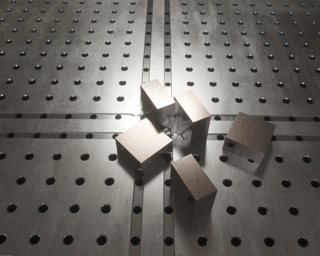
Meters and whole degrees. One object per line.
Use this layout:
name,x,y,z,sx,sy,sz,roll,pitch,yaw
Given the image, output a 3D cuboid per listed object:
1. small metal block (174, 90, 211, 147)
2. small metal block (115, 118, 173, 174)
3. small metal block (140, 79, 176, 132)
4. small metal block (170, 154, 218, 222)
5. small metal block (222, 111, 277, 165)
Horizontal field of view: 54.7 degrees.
small metal block,0.040,-0.012,0.402,0.025,0.050,0.050,-20,53,-16
small metal block,-0.020,0.021,0.389,0.050,0.025,0.050,-35,58,-26
small metal block,-0.003,-0.029,0.416,0.025,0.050,0.050,-22,54,-17
small metal block,0.034,0.065,0.337,0.025,0.050,0.050,-22,54,-18
small metal block,0.115,0.012,0.399,0.050,0.025,0.050,23,53,18
